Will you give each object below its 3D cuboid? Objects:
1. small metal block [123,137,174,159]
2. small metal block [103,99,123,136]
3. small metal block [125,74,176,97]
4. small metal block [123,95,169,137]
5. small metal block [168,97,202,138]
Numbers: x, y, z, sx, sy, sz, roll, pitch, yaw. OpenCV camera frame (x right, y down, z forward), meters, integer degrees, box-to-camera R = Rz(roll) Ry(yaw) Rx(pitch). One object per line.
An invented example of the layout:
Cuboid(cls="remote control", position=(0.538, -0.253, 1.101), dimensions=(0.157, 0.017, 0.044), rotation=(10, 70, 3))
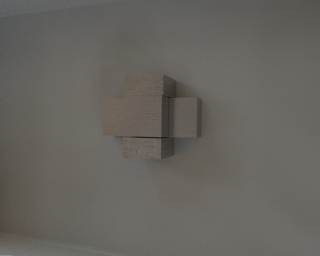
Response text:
Cuboid(cls="small metal block", position=(-0.014, 0.024, 0.399), dimensions=(0.050, 0.050, 0.025), rotation=(1, 91, 20))
Cuboid(cls="small metal block", position=(-0.050, -0.014, 0.426), dimensions=(0.050, 0.025, 0.050), rotation=(1, 90, 20))
Cuboid(cls="small metal block", position=(-0.011, -0.052, 0.399), dimensions=(0.050, 0.050, 0.025), rotation=(1, 91, 20))
Cuboid(cls="small metal block", position=(-0.017, -0.014, 0.387), dimensions=(0.050, 0.025, 0.050), rotation=(1, 90, 19))
Cuboid(cls="small metal block", position=(0.026, -0.013, 0.400), dimensions=(0.050, 0.025, 0.050), rotation=(1, 90, 19))
